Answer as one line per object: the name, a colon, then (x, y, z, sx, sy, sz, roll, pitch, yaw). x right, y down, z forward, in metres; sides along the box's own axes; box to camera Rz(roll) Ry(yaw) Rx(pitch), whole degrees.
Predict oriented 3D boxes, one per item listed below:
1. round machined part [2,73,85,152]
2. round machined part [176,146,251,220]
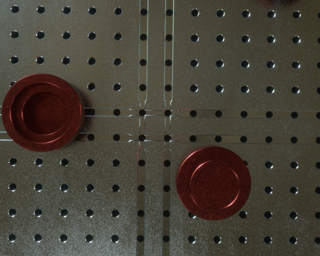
round machined part: (-0.147, -0.019, 0.403, 0.099, 0.042, 0.097, 0, 90, -1)
round machined part: (0.071, 0.073, 0.406, 0.099, 0.042, 0.097, 0, 90, -1)
